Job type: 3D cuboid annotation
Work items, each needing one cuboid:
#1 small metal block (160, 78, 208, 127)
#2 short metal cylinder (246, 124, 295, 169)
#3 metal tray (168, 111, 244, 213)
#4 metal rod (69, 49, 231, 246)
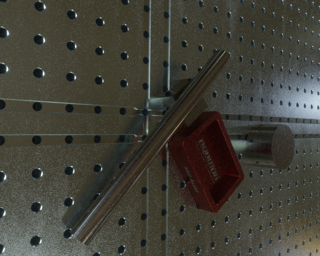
[{"bbox_3d":[0.035,-0.036,0.441,0.050,0.025,0.050,-44,117,-31],"label":"small metal block"},{"bbox_3d":[0.202,0.033,0.566,0.081,0.050,0.079,0,91,-40],"label":"short metal cylinder"},{"bbox_3d":[0.075,0.051,0.471,0.091,0.030,0.129,-40,115,-33],"label":"metal tray"},{"bbox_3d":[0.000,0.010,0.387,0.301,0.025,0.025,-51,121,-19],"label":"metal rod"}]
